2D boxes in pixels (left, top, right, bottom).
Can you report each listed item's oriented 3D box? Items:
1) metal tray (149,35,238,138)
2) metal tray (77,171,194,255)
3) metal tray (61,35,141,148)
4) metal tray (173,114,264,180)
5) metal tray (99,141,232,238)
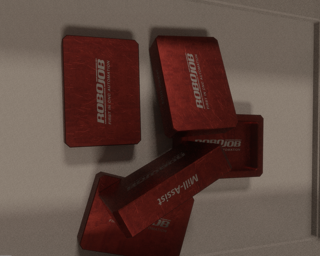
[{"bbox_3d":[0.042,-0.056,0.404,0.091,0.030,0.129,-5,74,-20],"label":"metal tray"},{"bbox_3d":[-0.029,0.115,0.398,0.131,0.030,0.090,18,84,-20],"label":"metal tray"},{"bbox_3d":[-0.072,-0.043,0.382,0.091,0.030,0.129,-2,91,-21],"label":"metal tray"},{"bbox_3d":[0.084,0.025,0.440,0.131,0.030,0.089,1,90,-21],"label":"metal tray"},{"bbox_3d":[0.003,0.060,0.345,0.131,0.090,0.030,-30,100,-18],"label":"metal tray"}]
